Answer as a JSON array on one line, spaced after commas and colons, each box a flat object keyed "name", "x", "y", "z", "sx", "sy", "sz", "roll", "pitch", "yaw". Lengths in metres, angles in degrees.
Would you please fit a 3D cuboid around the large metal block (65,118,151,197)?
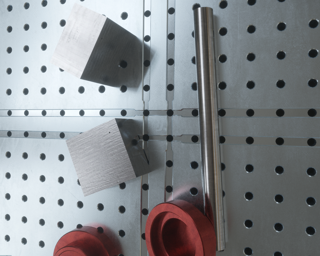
[{"name": "large metal block", "x": -0.070, "y": 0.039, "z": 0.424, "sx": 0.080, "sy": 0.050, "sz": 0.080, "roll": -23, "pitch": 83, "yaw": 18}]

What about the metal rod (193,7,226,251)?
[{"name": "metal rod", "x": 0.062, "y": 0.000, "z": 0.390, "sx": 0.025, "sy": 0.025, "sz": 0.298, "roll": -3, "pitch": 89, "yaw": 20}]

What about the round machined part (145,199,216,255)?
[{"name": "round machined part", "x": 0.029, "y": 0.137, "z": 0.380, "sx": 0.098, "sy": 0.042, "sz": 0.097, "roll": 2, "pitch": 93, "yaw": 47}]

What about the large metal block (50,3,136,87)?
[{"name": "large metal block", "x": -0.087, "y": -0.106, "z": 0.414, "sx": 0.050, "sy": 0.080, "sz": 0.080, "roll": 29, "pitch": 100, "yaw": 17}]

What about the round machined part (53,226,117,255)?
[{"name": "round machined part", "x": -0.114, "y": 0.196, "z": 0.444, "sx": 0.098, "sy": 0.042, "sz": 0.097, "roll": 0, "pitch": 90, "yaw": 20}]
